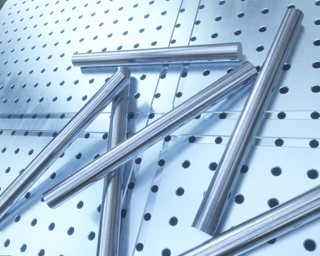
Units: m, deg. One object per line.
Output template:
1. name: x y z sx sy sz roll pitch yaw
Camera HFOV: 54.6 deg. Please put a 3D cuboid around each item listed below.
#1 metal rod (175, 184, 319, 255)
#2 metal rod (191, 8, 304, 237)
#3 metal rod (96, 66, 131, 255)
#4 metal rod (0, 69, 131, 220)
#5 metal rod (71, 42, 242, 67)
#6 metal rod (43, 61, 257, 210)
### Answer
1. metal rod: 0.089 0.101 0.299 0.300 0.025 0.025 -30 52 9
2. metal rod: 0.109 -0.020 0.363 0.025 0.025 0.300 16 70 34
3. metal rod: -0.059 0.038 0.417 0.025 0.025 0.300 -13 56 21
4. metal rod: -0.155 0.032 0.452 0.300 0.025 0.025 -46 51 3
5. metal rod: -0.023 -0.113 0.490 0.300 0.025 0.025 5 64 30
6. metal rod: -0.009 0.007 0.386 0.301 0.025 0.025 -33 51 -3
